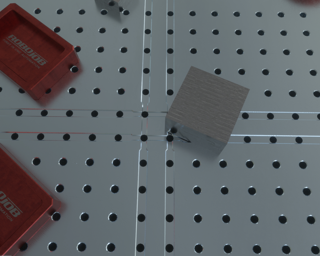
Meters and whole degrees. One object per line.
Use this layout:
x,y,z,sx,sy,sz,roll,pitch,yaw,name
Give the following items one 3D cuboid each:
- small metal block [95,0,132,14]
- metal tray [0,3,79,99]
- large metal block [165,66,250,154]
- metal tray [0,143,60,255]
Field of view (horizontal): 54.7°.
-0.071,-0.217,0.490,0.050,0.025,0.050,31,73,10,small metal block
-0.197,-0.113,0.448,0.130,0.030,0.090,37,74,12,metal tray
0.060,-0.023,0.407,0.080,0.050,0.080,24,72,8,large metal block
-0.200,0.082,0.377,0.130,0.030,0.090,39,74,13,metal tray
